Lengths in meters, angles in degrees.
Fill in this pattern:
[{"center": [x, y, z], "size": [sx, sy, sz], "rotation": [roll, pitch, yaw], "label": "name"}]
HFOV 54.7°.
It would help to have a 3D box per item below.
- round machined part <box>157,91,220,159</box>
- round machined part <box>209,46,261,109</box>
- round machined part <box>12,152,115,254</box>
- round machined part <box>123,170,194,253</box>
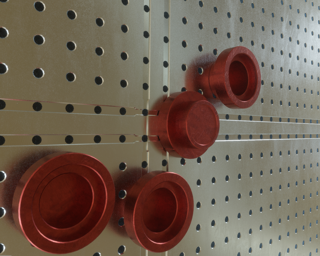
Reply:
[{"center": [0.047, -0.004, 0.440], "size": [0.099, 0.042, 0.097], "rotation": [0, 90, -40], "label": "round machined part"}, {"center": [0.117, -0.079, 0.499], "size": [0.099, 0.042, 0.097], "rotation": [0, 90, -40], "label": "round machined part"}, {"center": [-0.099, 0.073, 0.317], "size": [0.099, 0.042, 0.097], "rotation": [0, 90, -40], "label": "round machined part"}, {"center": [-0.006, 0.103, 0.395], "size": [0.099, 0.042, 0.097], "rotation": [0, 90, -40], "label": "round machined part"}]
